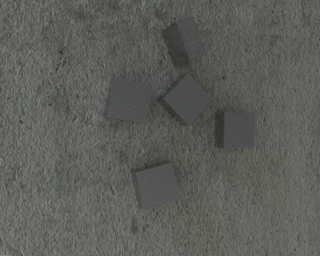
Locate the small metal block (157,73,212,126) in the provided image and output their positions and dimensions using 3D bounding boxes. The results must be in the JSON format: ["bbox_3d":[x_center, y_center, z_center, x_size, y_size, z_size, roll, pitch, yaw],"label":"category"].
[{"bbox_3d":[0.034,-0.038,0.421,0.050,0.025,0.050,45,76,-15],"label":"small metal block"}]

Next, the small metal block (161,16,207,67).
[{"bbox_3d":[0.030,-0.112,0.407,0.025,0.050,0.050,-24,98,-18],"label":"small metal block"}]

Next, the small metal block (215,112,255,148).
[{"bbox_3d":[0.108,0.003,0.449,0.050,0.025,0.050,1,90,-20],"label":"small metal block"}]

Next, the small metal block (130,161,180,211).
[{"bbox_3d":[-0.007,0.074,0.407,0.050,0.025,0.050,-13,95,-20],"label":"small metal block"}]

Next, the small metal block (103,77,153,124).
[{"bbox_3d":[-0.041,-0.034,0.394,0.050,0.025,0.050,11,86,-20],"label":"small metal block"}]
